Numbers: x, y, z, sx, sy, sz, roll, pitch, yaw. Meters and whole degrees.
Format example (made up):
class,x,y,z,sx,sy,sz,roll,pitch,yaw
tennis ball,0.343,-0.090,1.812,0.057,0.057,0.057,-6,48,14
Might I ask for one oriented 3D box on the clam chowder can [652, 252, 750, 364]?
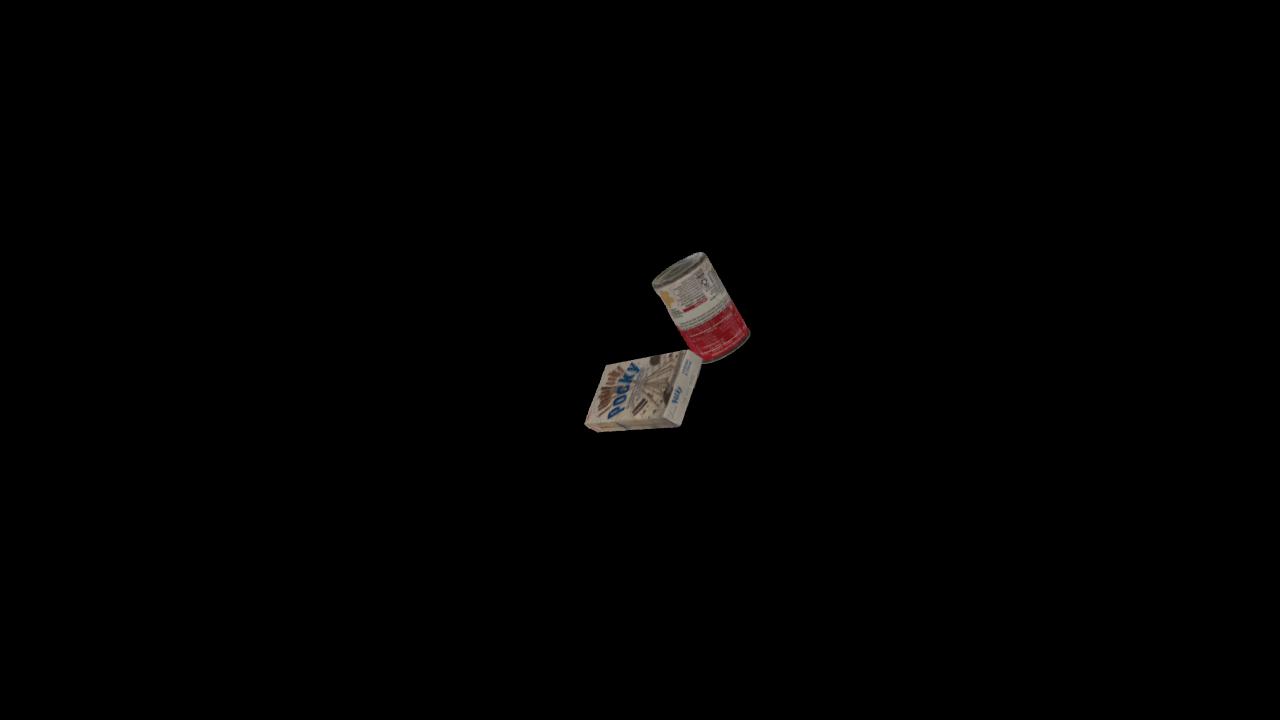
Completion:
class,x,y,z,sx,sy,sz,roll,pitch,yaw
clam chowder can,0.065,-0.056,0.661,0.068,0.102,0.068,-30,17,10

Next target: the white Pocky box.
class,x,y,z,sx,sy,sz,roll,pitch,yaw
white Pocky box,0.001,0.037,0.688,0.028,0.084,0.154,33,-26,-29
